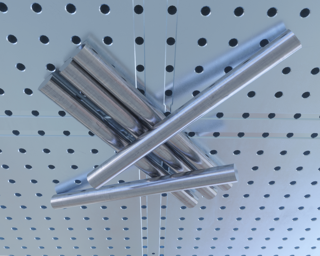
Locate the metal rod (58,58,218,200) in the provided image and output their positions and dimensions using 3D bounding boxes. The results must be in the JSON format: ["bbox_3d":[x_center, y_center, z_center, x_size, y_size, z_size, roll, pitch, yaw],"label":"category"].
[{"bbox_3d":[-0.012,0.017,0.425,0.025,0.025,0.300,-32,124,24],"label":"metal rod"}]

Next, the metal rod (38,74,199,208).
[{"bbox_3d":[-0.041,0.034,0.440,0.025,0.025,0.300,-32,124,24],"label":"metal rod"}]

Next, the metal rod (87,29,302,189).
[{"bbox_3d":[0.028,-0.012,0.375,0.300,0.025,0.025,-36,122,16],"label":"metal rod"}]

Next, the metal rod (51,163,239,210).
[{"bbox_3d":[-0.036,0.091,0.461,0.301,0.025,0.025,-13,130,21],"label":"metal rod"}]

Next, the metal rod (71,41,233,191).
[{"bbox_3d":[0.008,0.001,0.413,0.025,0.025,0.300,-33,123,24],"label":"metal rod"}]
